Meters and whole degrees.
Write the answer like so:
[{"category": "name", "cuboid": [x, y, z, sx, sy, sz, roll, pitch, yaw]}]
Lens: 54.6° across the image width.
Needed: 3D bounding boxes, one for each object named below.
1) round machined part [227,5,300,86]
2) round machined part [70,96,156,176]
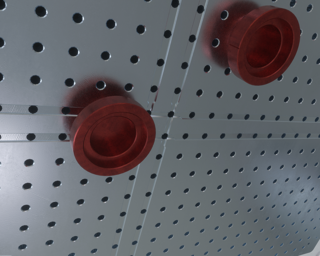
[{"category": "round machined part", "cuboid": [0.128, -0.108, 0.403, 0.099, 0.042, 0.097, -14, 124, -21]}, {"category": "round machined part", "cuboid": [-0.058, 0.006, 0.372, 0.099, 0.042, 0.097, -14, 124, -21]}]
